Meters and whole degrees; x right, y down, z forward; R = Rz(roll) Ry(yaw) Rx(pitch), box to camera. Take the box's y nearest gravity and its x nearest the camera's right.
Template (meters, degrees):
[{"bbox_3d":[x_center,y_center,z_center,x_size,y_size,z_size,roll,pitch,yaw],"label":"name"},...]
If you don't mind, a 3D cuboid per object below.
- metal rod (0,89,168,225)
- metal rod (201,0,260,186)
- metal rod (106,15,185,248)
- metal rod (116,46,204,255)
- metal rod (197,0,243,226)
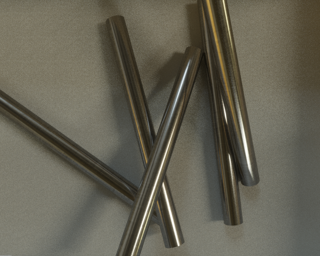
[{"bbox_3d":[-0.114,0.034,0.410,0.301,0.025,0.025,35,90,0],"label":"metal rod"},{"bbox_3d":[0.079,-0.059,0.351,0.025,0.025,0.298,-18,115,0],"label":"metal rod"},{"bbox_3d":[-0.021,0.000,0.397,0.025,0.025,0.299,-15,85,0],"label":"metal rod"},{"bbox_3d":[0.000,0.035,0.370,0.025,0.025,0.299,19,73,0],"label":"metal rod"},{"bbox_3d":[0.080,-0.022,0.411,0.025,0.025,0.298,-7,90,0],"label":"metal rod"}]
